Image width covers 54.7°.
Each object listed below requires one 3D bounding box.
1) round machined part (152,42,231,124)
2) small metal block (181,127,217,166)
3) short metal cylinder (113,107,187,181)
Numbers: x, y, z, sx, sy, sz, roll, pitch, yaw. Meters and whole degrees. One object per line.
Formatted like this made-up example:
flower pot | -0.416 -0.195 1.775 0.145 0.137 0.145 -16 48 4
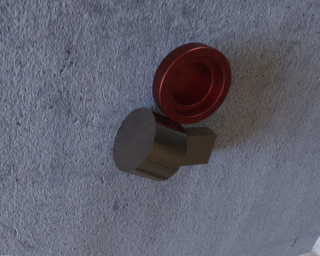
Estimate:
round machined part | 0.035 -0.057 0.381 0.099 0.042 0.097 -14 124 -21
small metal block | 0.050 0.027 0.452 0.050 0.025 0.050 -1 119 -28
short metal cylinder | -0.013 0.021 0.378 0.050 0.080 0.080 24 106 -37
